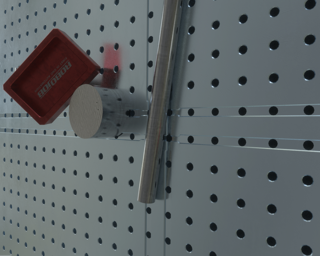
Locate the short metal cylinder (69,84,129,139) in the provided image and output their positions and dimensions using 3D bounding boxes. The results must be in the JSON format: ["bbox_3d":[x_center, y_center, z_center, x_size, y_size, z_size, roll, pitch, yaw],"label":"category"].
[{"bbox_3d":[-0.093,-0.024,0.470,0.080,0.050,0.080,0,90,40],"label":"short metal cylinder"}]

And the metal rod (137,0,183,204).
[{"bbox_3d":[0.001,-0.048,0.408,0.025,0.025,0.298,13,98,39],"label":"metal rod"}]

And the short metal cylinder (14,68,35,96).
[{"bbox_3d":[-0.218,-0.077,0.554,0.080,0.081,0.050,13,99,39],"label":"short metal cylinder"}]

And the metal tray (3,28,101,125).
[{"bbox_3d":[-0.172,-0.080,0.494,0.090,0.030,0.130,45,97,-1],"label":"metal tray"}]
